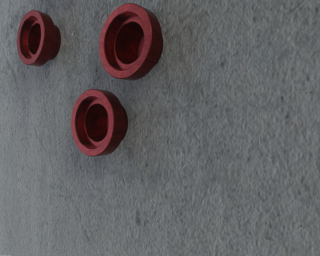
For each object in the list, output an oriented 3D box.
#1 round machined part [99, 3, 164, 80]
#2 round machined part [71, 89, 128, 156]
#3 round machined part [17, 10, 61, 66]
[{"bbox_3d":[-0.034,-0.113,0.420,0.098,0.042,0.097,0,90,39],"label":"round machined part"},{"bbox_3d":[-0.086,-0.008,0.462,0.098,0.042,0.097,0,90,39],"label":"round machined part"},{"bbox_3d":[-0.220,-0.162,0.572,0.098,0.042,0.097,0,90,39],"label":"round machined part"}]
